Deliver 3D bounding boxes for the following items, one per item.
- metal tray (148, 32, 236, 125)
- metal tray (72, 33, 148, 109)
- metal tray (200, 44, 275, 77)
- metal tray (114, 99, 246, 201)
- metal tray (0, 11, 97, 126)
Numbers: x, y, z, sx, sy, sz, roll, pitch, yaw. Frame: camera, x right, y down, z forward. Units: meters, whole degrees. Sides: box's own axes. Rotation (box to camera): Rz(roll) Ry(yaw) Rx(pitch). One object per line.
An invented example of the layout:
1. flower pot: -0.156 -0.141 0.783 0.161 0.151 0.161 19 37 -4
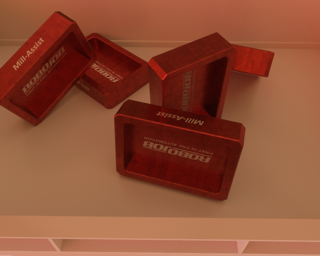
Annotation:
1. metal tray: 0.035 -0.039 0.367 0.091 0.129 0.030 -26 57 -17
2. metal tray: -0.090 -0.093 0.478 0.130 0.030 0.090 35 58 25
3. metal tray: 0.105 -0.096 0.434 0.090 0.030 0.130 15 13 12
4. metal tray: 0.018 0.025 0.338 0.131 0.089 0.030 13 39 10
5. metal tray: -0.146 -0.072 0.398 0.030 0.090 0.130 36 79 16
